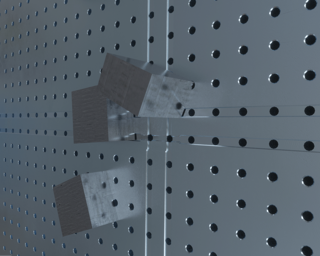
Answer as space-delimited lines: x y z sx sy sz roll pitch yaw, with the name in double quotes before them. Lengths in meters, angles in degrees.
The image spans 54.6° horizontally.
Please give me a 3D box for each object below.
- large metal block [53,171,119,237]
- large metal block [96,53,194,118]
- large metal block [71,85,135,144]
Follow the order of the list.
"large metal block" -0.120 0.120 0.494 0.080 0.050 0.080 -27 73 37
"large metal block" -0.019 -0.052 0.390 0.080 0.081 0.050 31 110 35
"large metal block" -0.086 -0.019 0.466 0.080 0.050 0.080 -5 87 40
